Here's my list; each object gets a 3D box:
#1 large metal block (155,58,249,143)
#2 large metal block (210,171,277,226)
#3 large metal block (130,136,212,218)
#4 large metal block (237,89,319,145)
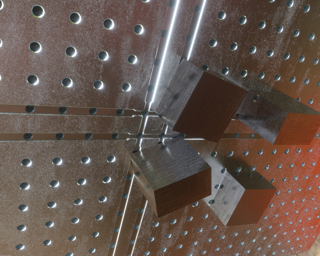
[{"bbox_3d":[0.054,-0.034,0.405,0.081,0.050,0.080,16,110,-35],"label":"large metal block"},{"bbox_3d":[0.149,0.127,0.558,0.081,0.050,0.079,7,115,-32],"label":"large metal block"},{"bbox_3d":[0.014,0.064,0.425,0.081,0.080,0.050,-19,126,-18],"label":"large metal block"},{"bbox_3d":[0.180,-0.016,0.467,0.081,0.080,0.050,2,118,-30],"label":"large metal block"}]
